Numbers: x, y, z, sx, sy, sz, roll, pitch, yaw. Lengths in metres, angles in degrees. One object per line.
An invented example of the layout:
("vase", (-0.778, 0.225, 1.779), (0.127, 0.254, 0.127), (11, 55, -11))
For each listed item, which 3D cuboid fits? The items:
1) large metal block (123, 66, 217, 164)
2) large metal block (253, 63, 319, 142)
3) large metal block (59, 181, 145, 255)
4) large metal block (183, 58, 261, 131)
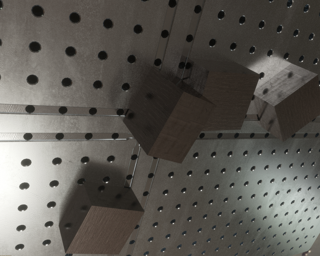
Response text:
("large metal block", (0.008, -0.017, 0.371), (0.050, 0.080, 0.080), (18, 109, -36))
("large metal block", (0.199, -0.039, 0.482), (0.080, 0.050, 0.080), (-36, 129, -5))
("large metal block", (-0.082, 0.126, 0.430), (0.081, 0.050, 0.080), (19, 108, -36))
("large metal block", (0.073, -0.043, 0.410), (0.081, 0.050, 0.079), (-2, 119, -28))
